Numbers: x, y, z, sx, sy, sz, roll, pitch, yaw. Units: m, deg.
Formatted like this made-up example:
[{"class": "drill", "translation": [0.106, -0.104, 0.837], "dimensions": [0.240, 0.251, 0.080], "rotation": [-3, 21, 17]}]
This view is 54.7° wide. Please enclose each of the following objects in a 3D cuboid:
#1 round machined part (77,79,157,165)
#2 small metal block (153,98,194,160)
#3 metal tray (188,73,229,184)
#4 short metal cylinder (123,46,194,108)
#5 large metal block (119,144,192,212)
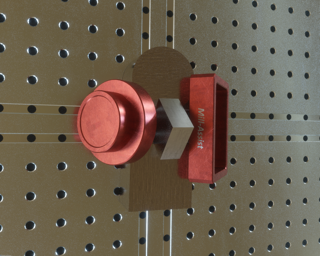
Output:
[{"class": "round machined part", "translation": [-0.055, -0.006, 0.349], "dimensions": [0.042, 0.098, 0.097], "rotation": [2, 89, -53]}, {"class": "small metal block", "translation": [0.011, 0.001, 0.358], "dimensions": [0.025, 0.050, 0.050], "rotation": [0, 132, -23]}, {"class": "metal tray", "translation": [0.066, 0.001, 0.404], "dimensions": [0.030, 0.090, 0.129], "rotation": [1, 90, 23]}, {"class": "short metal cylinder", "translation": [-0.003, -0.059, 0.397], "dimensions": [0.081, 0.050, 0.080], "rotation": [0, 90, -20]}, {"class": "large metal block", "translation": [-0.006, 0.059, 0.397], "dimensions": [0.081, 0.050, 0.080], "rotation": [2, 89, -20]}]
